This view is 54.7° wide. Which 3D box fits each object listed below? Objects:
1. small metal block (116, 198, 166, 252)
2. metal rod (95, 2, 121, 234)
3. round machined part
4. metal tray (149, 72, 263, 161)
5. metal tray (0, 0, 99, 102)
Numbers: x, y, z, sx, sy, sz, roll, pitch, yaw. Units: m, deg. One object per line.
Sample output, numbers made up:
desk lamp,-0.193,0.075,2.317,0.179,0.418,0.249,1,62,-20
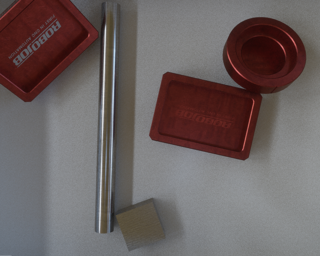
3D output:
small metal block,-0.025,0.127,0.411,0.050,0.025,0.050,-20,90,-1
metal rod,-0.069,-0.013,0.410,0.025,0.025,0.298,2,90,-1
round machined part,0.128,-0.088,0.395,0.099,0.042,0.098,1,72,-3
metal tray,0.059,-0.015,0.409,0.131,0.030,0.089,13,90,-1
metal tray,-0.154,-0.107,0.382,0.130,0.030,0.090,-44,127,0
